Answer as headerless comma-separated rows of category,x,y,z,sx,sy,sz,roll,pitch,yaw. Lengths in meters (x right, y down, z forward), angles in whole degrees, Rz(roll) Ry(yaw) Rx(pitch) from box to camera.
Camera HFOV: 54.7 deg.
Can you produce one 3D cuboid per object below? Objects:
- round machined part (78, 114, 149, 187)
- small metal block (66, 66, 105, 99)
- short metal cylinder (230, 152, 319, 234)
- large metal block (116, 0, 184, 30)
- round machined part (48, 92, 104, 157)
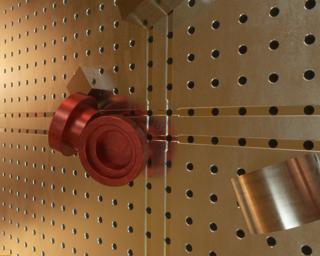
round machined part,-0.061,0.029,0.434,0.098,0.042,0.097,3,100,18
small metal block,-0.124,-0.066,0.512,0.050,0.025,0.050,-45,63,30
short metal cylinder,0.111,0.059,0.282,0.080,0.081,0.050,-28,73,36
large metal block,-0.016,-0.191,0.406,0.080,0.050,0.080,-28,73,36
round machined part,-0.119,-0.001,0.467,0.042,0.098,0.097,23,106,12
